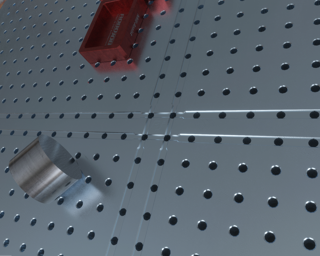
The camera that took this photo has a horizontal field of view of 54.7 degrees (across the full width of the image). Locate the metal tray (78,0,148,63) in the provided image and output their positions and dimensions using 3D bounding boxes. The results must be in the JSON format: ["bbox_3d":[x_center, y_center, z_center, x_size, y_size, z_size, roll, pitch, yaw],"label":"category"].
[{"bbox_3d":[-0.083,-0.180,0.559,0.090,0.030,0.130,1,62,28],"label":"metal tray"}]

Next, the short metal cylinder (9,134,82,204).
[{"bbox_3d":[-0.153,0.055,0.420,0.050,0.080,0.080,-41,51,1],"label":"short metal cylinder"}]

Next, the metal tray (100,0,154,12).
[{"bbox_3d":[-0.047,-0.281,0.602,0.130,0.030,0.090,-4,60,26],"label":"metal tray"}]
